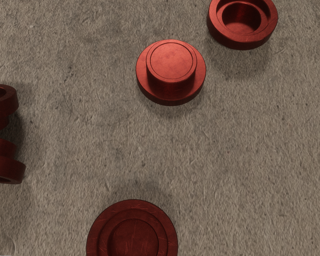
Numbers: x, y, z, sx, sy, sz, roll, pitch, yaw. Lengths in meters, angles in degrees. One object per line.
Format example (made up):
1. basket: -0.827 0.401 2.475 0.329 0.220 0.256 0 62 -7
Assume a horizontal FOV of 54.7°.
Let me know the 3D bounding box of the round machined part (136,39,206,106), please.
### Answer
1. round machined part: 0.015 -0.083 0.430 0.099 0.042 0.098 0 70 -1

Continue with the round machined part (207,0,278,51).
1. round machined part: 0.118 -0.155 0.457 0.099 0.042 0.098 0 70 -1

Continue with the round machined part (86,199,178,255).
1. round machined part: -0.030 0.133 0.350 0.099 0.042 0.098 0 70 -1

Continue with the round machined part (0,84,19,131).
1. round machined part: -0.229 -0.021 0.386 0.099 0.042 0.098 1 25 0

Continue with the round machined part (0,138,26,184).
1. round machined part: -0.205 0.034 0.354 0.099 0.098 0.042 6 71 2
